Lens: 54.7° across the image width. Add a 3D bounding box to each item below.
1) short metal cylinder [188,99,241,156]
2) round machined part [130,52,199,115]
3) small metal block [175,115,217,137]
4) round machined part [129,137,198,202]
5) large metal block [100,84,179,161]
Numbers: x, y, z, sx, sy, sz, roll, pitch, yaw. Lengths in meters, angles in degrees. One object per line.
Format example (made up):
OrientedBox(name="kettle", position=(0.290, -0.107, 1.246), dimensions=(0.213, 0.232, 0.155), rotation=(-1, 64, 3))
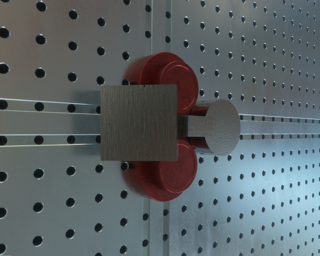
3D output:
OrientedBox(name="short metal cylinder", position=(0.073, -0.001, 0.452), dimensions=(0.081, 0.050, 0.080), rotation=(0, 90, -40))
OrientedBox(name="round machined part", position=(0.013, -0.052, 0.409), dimensions=(0.099, 0.042, 0.097), rotation=(0, 90, -40))
OrientedBox(name="small metal block", position=(0.036, -0.002, 0.394), dimensions=(0.050, 0.050, 0.025), rotation=(2, 89, -40))
OrientedBox(name="round machined part", position=(0.011, 0.048, 0.408), dimensions=(0.099, 0.042, 0.097), rotation=(0, 90, -40))
OrientedBox(name="large metal block", position=(-0.020, -0.006, 0.349), dimensions=(0.050, 0.080, 0.080), rotation=(-6, 96, -85))
